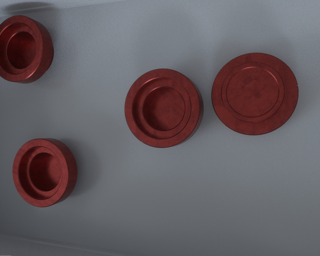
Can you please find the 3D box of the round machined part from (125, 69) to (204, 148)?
[{"bbox_3d":[0.008,-0.024,0.398,0.098,0.042,0.097,0,90,19],"label":"round machined part"}]

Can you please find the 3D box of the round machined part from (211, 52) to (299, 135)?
[{"bbox_3d":[0.109,-0.040,0.363,0.098,0.042,0.097,0,90,19],"label":"round machined part"}]

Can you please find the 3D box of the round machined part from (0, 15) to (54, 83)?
[{"bbox_3d":[-0.203,-0.116,0.471,0.098,0.042,0.097,0,90,19],"label":"round machined part"}]

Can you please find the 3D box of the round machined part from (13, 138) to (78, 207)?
[{"bbox_3d":[-0.163,0.063,0.457,0.098,0.042,0.097,0,90,19],"label":"round machined part"}]
